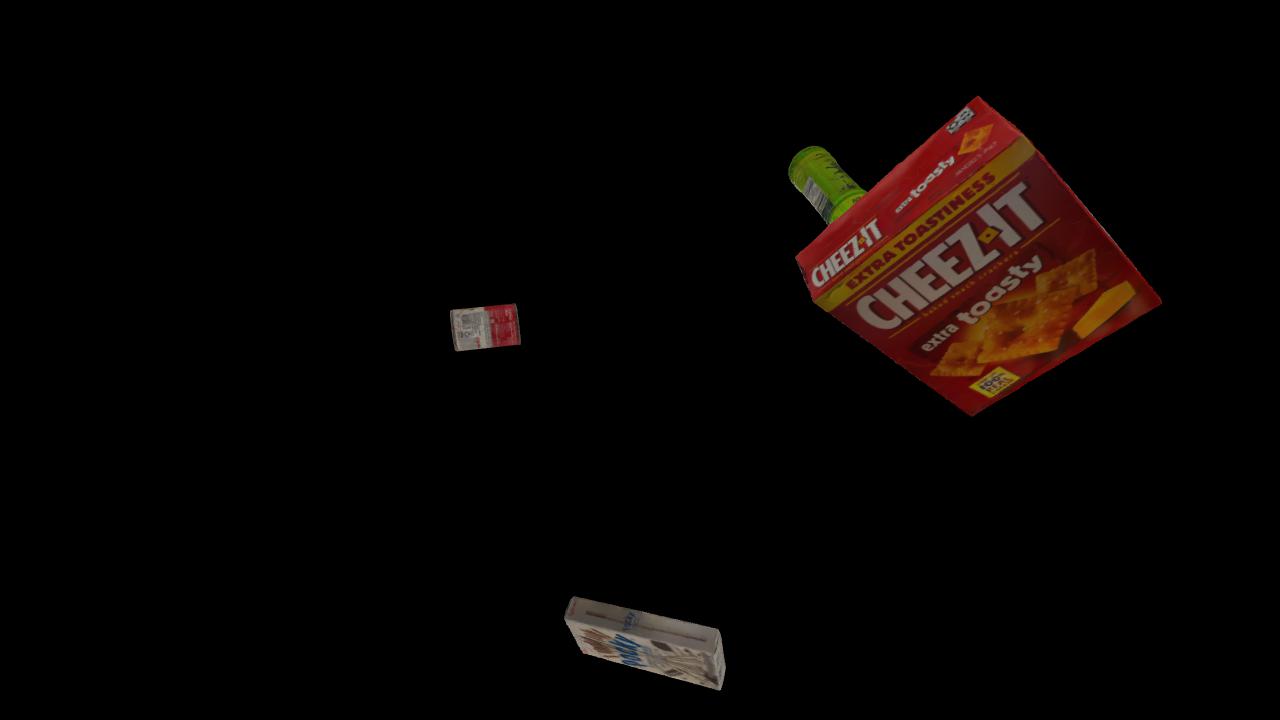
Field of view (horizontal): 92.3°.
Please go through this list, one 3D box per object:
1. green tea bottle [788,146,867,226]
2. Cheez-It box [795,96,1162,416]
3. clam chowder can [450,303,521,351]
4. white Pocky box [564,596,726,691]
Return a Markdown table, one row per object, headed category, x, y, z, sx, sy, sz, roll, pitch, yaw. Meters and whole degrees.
| category | x | y | z | sx | sy | sz | roll | pitch | yaw |
| --- | --- | --- | --- | --- | --- | --- | --- | --- | --- |
| green tea bottle | 0.286 | -0.232 | 0.890 | 0.073 | 0.212 | 0.073 | -9 | -42 | -9 |
| Cheez-It box | 0.259 | -0.064 | 0.477 | 0.223 | 0.071 | 0.166 | 29 | -54 | -27 |
| clam chowder can | -0.244 | -0.051 | 0.974 | 0.102 | 0.068 | 0.068 | -7 | 2 | -14 |
| white Pocky box | 0.006 | 0.281 | 0.614 | 0.154 | 0.084 | 0.028 | 5 | 44 | 19 |
